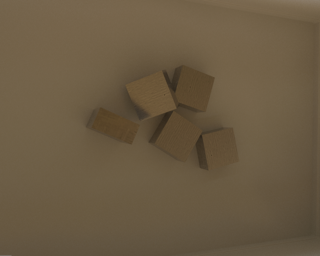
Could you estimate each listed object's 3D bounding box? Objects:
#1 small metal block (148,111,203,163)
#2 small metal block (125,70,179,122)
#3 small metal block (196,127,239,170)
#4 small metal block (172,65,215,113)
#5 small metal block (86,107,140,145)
[{"bbox_3d":[0.021,0.012,0.420,0.050,0.025,0.050,33,79,-17],"label":"small metal block"},{"bbox_3d":[-0.009,-0.042,0.395,0.050,0.025,0.050,-19,98,15],"label":"small metal block"},{"bbox_3d":[0.081,0.029,0.442,0.050,0.025,0.050,-13,95,-20],"label":"small metal block"},{"bbox_3d":[0.042,-0.053,0.427,0.050,0.025,0.050,18,84,-20],"label":"small metal block"},{"bbox_3d":[-0.058,-0.002,0.376,0.050,0.050,0.025,25,82,-19],"label":"small metal block"}]
